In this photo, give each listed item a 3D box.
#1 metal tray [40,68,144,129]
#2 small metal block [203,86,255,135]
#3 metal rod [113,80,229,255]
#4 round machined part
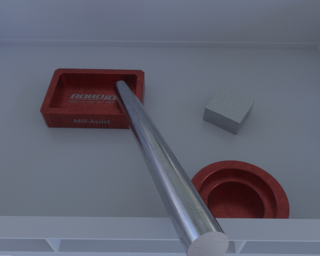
[{"bbox_3d":[-0.089,-0.043,0.436,0.131,0.030,0.090,1,50,0],"label":"metal tray"},{"bbox_3d":[0.095,-0.025,0.427,0.050,0.025,0.050,27,55,20],"label":"small metal block"},{"bbox_3d":[-0.013,0.007,0.304,0.025,0.025,0.300,-13,27,-11],"label":"metal rod"},{"bbox_3d":[0.077,0.084,0.320,0.099,0.042,0.098,-1,44,1],"label":"round machined part"}]
